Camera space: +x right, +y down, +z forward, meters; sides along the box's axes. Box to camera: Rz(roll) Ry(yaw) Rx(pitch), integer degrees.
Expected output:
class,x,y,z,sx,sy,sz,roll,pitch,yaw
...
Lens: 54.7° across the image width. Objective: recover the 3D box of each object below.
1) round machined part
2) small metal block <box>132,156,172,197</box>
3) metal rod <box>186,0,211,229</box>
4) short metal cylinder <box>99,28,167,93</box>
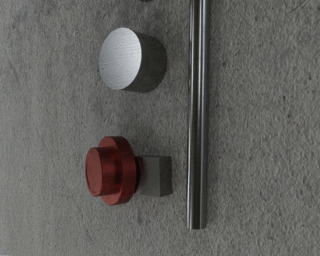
class,x,y,z,sx,sy,sz,roll,pitch,yaw
round machined part,-0.075,0.061,0.438,0.098,0.042,0.097,1,92,58
small metal block,-0.012,0.063,0.415,0.050,0.025,0.050,-2,89,40
metal rod,0.046,-0.032,0.367,0.025,0.025,0.298,2,91,40
short metal cylinder,-0.037,-0.089,0.419,0.080,0.050,0.079,0,90,40
